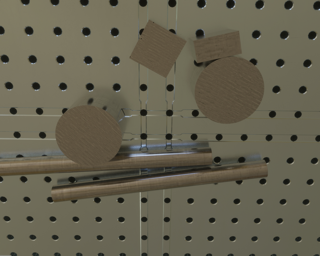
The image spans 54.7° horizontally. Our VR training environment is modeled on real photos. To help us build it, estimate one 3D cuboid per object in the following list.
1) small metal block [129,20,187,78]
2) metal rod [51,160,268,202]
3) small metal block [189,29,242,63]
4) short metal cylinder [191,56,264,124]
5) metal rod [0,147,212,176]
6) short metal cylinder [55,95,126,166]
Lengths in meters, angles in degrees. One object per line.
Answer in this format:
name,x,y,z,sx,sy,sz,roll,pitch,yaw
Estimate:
small metal block,-0.003,-0.097,0.378,0.050,0.025,0.050,27,108,-10
metal rod,-0.002,0.076,0.441,0.302,0.025,0.025,-7,110,2
small metal block,0.064,-0.098,0.365,0.050,0.050,0.025,-11,110,4
short metal cylinder,0.080,-0.051,0.382,0.081,0.050,0.079,0,111,0
metal rod,-0.080,0.047,0.429,0.302,0.025,0.025,-3,110,1
short metal cylinder,-0.087,0.002,0.400,0.081,0.050,0.079,0,110,0
